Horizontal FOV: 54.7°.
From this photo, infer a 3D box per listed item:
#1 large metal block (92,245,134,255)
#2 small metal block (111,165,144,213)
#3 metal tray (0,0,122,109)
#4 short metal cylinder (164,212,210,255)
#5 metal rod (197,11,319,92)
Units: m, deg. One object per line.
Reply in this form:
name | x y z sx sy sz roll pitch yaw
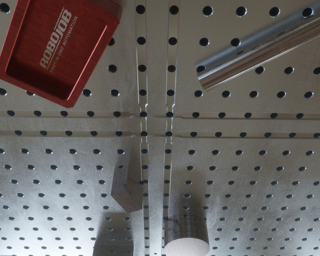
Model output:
large metal block | -0.096 0.286 0.638 0.081 0.050 0.079 2 130 -3
small metal block | -0.049 0.093 0.474 0.025 0.050 0.050 -20 128 16
metal tray | -0.110 -0.090 0.330 0.090 0.030 0.129 25 126 -20
short metal cylinder | 0.047 0.199 0.565 0.081 0.050 0.079 0 130 0
metal rod | 0.178 -0.113 0.316 0.300 0.025 0.025 -25 126 19
